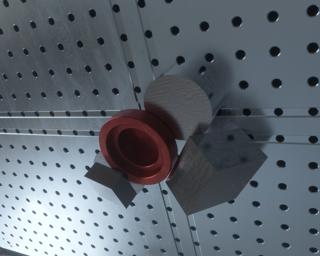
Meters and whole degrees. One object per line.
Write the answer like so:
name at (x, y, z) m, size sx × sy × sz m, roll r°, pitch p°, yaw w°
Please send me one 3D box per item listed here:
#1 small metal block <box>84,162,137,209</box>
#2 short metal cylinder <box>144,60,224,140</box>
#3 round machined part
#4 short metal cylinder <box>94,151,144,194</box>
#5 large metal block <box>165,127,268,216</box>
small metal block at (-0.065, 0.076, 0.412) m, size 0.050 × 0.025 × 0.050 m, roll 15°, pitch 145°, yaw 34°
short metal cylinder at (0.029, -0.033, 0.360) m, size 0.080 × 0.050 × 0.079 m, roll 13°, pitch 124°, yaw 21°
round machined part at (-0.023, 0.020, 0.386) m, size 0.098 × 0.042 × 0.097 m, roll 13°, pitch 124°, yaw 21°
short metal cylinder at (-0.049, 0.053, 0.453) m, size 0.080 × 0.050 × 0.079 m, roll 13°, pitch 124°, yaw 21°
large metal block at (0.064, 0.050, 0.364) m, size 0.050 × 0.081 × 0.079 m, roll 55°, pitch 138°, yaw 34°
